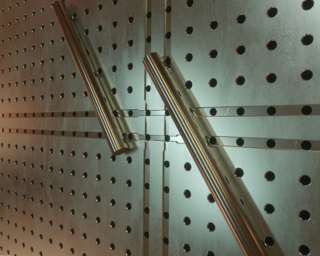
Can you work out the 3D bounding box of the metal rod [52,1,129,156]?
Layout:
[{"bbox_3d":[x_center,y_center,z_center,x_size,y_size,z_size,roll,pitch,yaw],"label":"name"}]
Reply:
[{"bbox_3d":[-0.119,-0.092,0.504,0.025,0.025,0.299,-39,66,33],"label":"metal rod"}]

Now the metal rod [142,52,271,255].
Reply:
[{"bbox_3d":[0.051,0.032,0.365,0.025,0.025,0.299,-40,66,32],"label":"metal rod"}]
